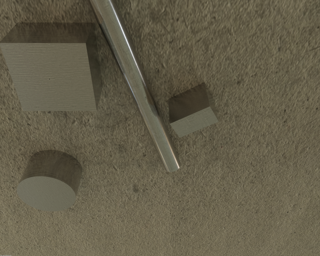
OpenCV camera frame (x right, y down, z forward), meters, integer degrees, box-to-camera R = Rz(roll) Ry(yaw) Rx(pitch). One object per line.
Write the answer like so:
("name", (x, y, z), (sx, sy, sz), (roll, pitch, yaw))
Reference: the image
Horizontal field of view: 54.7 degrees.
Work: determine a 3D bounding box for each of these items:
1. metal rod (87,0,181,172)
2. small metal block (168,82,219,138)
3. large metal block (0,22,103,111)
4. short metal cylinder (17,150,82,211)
("metal rod", (-0.027, -0.053, 0.361), (0.025, 0.025, 0.299), (-14, 129, 11))
("small metal block", (0.039, -0.022, 0.373), (0.050, 0.050, 0.025), (-24, 126, 18))
("large metal block", (-0.110, -0.065, 0.334), (0.081, 0.050, 0.079), (0, 130, -1))
("short metal cylinder", (-0.160, 0.078, 0.455), (0.081, 0.050, 0.079), (0, 130, 0))
